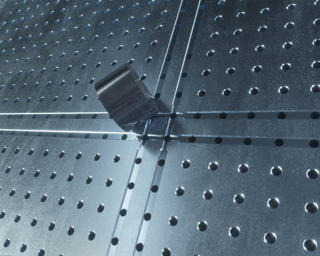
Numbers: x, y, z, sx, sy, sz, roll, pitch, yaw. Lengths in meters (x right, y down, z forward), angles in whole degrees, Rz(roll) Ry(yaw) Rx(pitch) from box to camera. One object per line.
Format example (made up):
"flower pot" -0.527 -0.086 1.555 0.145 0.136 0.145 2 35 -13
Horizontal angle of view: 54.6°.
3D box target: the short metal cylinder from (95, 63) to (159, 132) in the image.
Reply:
"short metal cylinder" -0.043 -0.041 0.422 0.050 0.080 0.080 -32 52 8
